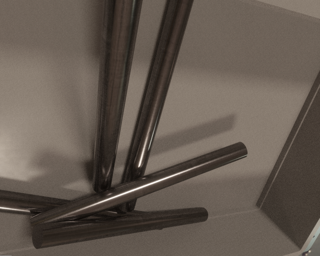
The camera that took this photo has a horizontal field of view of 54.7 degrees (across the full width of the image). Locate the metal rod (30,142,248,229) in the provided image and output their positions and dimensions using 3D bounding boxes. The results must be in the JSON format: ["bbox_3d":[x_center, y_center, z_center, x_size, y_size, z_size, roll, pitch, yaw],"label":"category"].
[{"bbox_3d":[-0.013,0.075,0.415,0.302,0.025,0.025,-17,126,-19],"label":"metal rod"}]

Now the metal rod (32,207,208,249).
[{"bbox_3d":[-0.028,0.134,0.439,0.302,0.025,0.025,10,114,-46],"label":"metal rod"}]

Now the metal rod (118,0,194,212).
[{"bbox_3d":[-0.012,-0.016,0.393,0.025,0.025,0.298,2,118,-30],"label":"metal rod"}]

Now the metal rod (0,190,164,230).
[{"bbox_3d":[-0.113,0.111,0.416,0.302,0.025,0.025,20,108,-36],"label":"metal rod"}]

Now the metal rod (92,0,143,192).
[{"bbox_3d":[-0.049,-0.010,0.300,0.025,0.025,0.298,-12,148,-22],"label":"metal rod"}]
